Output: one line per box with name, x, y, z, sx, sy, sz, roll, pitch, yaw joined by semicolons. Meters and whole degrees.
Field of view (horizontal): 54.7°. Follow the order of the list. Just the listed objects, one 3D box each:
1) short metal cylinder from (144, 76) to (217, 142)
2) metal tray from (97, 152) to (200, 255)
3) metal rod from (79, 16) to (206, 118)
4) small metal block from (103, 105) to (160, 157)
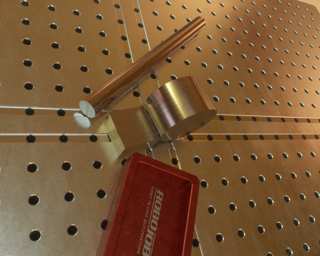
short metal cylinder;0.026;-0.023;0.403;0.081;0.080;0.050;-15;70;-34
metal tray;-0.009;0.101;0.339;0.090;0.030;0.130;24;53;-14
metal rod;-0.008;-0.107;0.470;0.025;0.025;0.301;43;51;1
small metal block;-0.036;0.003;0.388;0.050;0.025;0.050;-15;69;-34
